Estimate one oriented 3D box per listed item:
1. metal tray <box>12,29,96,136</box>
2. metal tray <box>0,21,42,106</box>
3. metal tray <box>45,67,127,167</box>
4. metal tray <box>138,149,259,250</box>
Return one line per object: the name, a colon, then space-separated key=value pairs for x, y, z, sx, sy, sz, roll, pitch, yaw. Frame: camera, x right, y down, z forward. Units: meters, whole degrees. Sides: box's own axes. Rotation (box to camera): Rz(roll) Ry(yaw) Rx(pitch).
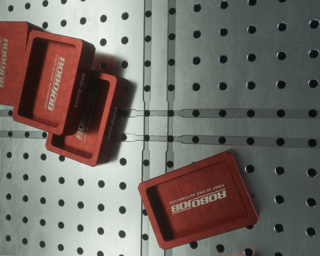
metal tray: x=-0.148 y=-0.062 z=0.430 sx=0.090 sy=0.030 sz=0.129 roll=16 pitch=95 yaw=19
metal tray: x=-0.241 y=-0.102 z=0.496 sx=0.090 sy=0.030 sz=0.129 roll=8 pitch=93 yaw=19
metal tray: x=-0.108 y=-0.019 z=0.448 sx=0.090 sy=0.030 sz=0.129 roll=17 pitch=96 yaw=19
metal tray: x=0.047 y=0.091 z=0.393 sx=0.130 sy=0.030 sz=0.090 roll=-23 pitch=82 yaw=18
